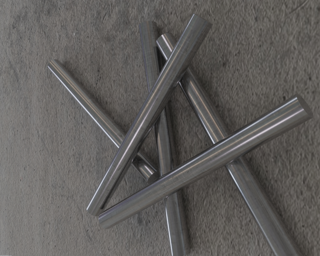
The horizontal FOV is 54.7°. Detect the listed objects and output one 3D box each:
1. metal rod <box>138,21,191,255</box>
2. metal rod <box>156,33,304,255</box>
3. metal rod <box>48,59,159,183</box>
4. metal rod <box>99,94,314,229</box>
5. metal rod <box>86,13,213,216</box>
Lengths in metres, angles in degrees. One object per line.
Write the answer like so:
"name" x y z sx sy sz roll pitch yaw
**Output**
"metal rod" 0.005 0.008 0.401 0.025 0.025 0.298 -14 81 39
"metal rod" 0.069 0.012 0.347 0.025 0.025 0.299 -40 66 33
"metal rod" -0.099 -0.024 0.486 0.300 0.025 0.025 44 117 31
"metal rod" 0.025 0.055 0.350 0.299 0.025 0.025 -37 68 34
"metal rod" -0.024 0.001 0.390 0.025 0.025 0.298 45 117 30
